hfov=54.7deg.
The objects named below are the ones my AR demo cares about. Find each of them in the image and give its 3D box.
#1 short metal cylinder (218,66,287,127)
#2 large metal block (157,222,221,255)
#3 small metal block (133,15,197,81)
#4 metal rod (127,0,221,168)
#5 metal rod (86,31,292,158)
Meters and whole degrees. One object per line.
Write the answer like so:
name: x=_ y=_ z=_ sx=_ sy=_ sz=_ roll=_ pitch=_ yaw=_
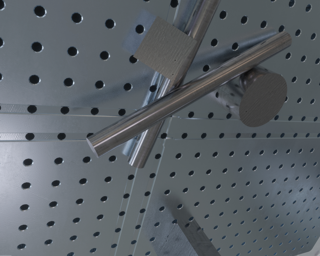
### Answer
short metal cylinder: x=0.129 y=-0.048 z=0.436 sx=0.081 sy=0.050 sz=0.079 roll=-14 pitch=124 yaw=-21
large metal block: x=0.049 y=0.224 z=0.541 sx=0.050 sy=0.080 sz=0.080 roll=15 pitch=111 yaw=-34
small metal block: x=0.006 y=-0.088 z=0.345 sx=0.050 sy=0.025 sz=0.050 roll=32 pitch=102 yaw=-5
metal rod: x=0.026 y=-0.081 z=0.375 sx=0.025 sy=0.025 sz=0.298 roll=12 pitch=112 yaw=-34
metal rod: x=0.051 y=-0.051 z=0.379 sx=0.302 sy=0.025 sz=0.025 roll=-31 pitch=129 yaw=-20
